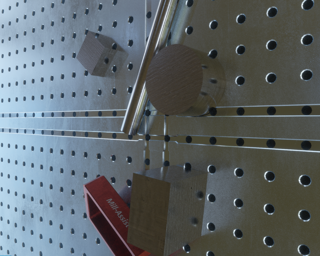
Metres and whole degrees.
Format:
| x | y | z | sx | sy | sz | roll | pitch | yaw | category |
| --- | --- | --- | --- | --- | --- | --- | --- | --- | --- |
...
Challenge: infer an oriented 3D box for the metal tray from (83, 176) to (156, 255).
| x | y | z | sx | sy | sz | roll | pitch | yaw | category |
| --- | --- | --- | --- | --- | --- | --- | --- | --- | --- |
| -0.057 | 0.139 | 0.425 | 0.130 | 0.030 | 0.089 | 44 | 144 | 31 | metal tray |

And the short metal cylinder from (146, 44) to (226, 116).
| x | y | z | sx | sy | sz | roll | pitch | yaw | category |
| --- | --- | --- | --- | --- | --- | --- | --- | --- | --- |
| 0.030 | -0.054 | 0.367 | 0.080 | 0.050 | 0.079 | 0 | 90 | 39 | short metal cylinder |

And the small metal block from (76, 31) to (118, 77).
| x | y | z | sx | sy | sz | roll | pitch | yaw | category |
| --- | --- | --- | --- | --- | --- | --- | --- | --- | --- |
| -0.101 | -0.117 | 0.490 | 0.050 | 0.025 | 0.050 | 48 | 118 | 29 | small metal block |

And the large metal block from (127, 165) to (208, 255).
| x | y | z | sx | sy | sz | roll | pitch | yaw | category |
| --- | --- | --- | --- | --- | --- | --- | --- | --- | --- |
| 0.011 | 0.091 | 0.361 | 0.050 | 0.081 | 0.079 | 9 | 95 | 36 | large metal block |

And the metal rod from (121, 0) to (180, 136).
| x | y | z | sx | sy | sz | roll | pitch | yaw | category |
| --- | --- | --- | --- | --- | --- | --- | --- | --- | --- |
| 0.002 | -0.131 | 0.405 | 0.025 | 0.025 | 0.298 | 29 | 108 | 36 | metal rod |
